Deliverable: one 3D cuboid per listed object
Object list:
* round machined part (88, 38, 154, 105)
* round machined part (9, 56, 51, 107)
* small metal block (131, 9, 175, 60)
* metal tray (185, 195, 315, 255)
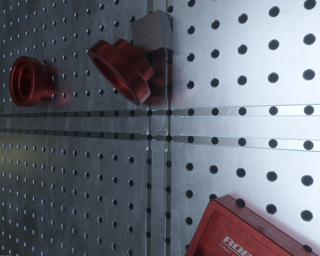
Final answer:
[{"bbox_3d":[-0.047,-0.079,0.413,0.042,0.098,0.098,-45,56,-10],"label":"round machined part"},{"bbox_3d":[-0.252,-0.089,0.607,0.098,0.042,0.097,0,90,40],"label":"round machined part"},{"bbox_3d":[-0.010,-0.124,0.418,0.050,0.025,0.050,-10,84,39],"label":"small metal block"},{"bbox_3d":[0.096,0.144,0.327,0.130,0.030,0.089,32,110,35],"label":"metal tray"}]
